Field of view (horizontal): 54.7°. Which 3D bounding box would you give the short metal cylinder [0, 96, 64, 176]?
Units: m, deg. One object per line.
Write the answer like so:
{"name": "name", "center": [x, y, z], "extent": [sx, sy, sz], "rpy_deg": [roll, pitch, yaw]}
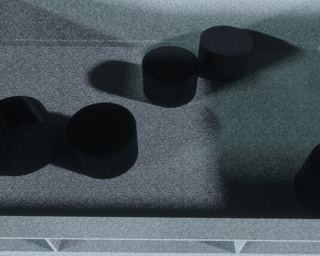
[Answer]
{"name": "short metal cylinder", "center": [-0.161, 0.010, 0.359], "extent": [0.081, 0.080, 0.050], "rpy_deg": [-30, 57, -23]}

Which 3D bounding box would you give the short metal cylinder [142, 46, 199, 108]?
{"name": "short metal cylinder", "center": [0.015, -0.075, 0.452], "extent": [0.081, 0.050, 0.080], "rpy_deg": [0, 50, 0]}

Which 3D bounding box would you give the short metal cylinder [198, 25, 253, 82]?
{"name": "short metal cylinder", "center": [0.101, -0.118, 0.489], "extent": [0.081, 0.050, 0.080], "rpy_deg": [0, 50, 0]}

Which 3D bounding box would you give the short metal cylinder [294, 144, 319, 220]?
{"name": "short metal cylinder", "center": [0.197, 0.060, 0.341], "extent": [0.081, 0.050, 0.080], "rpy_deg": [0, 50, 0]}

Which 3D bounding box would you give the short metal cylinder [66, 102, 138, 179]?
{"name": "short metal cylinder", "center": [-0.068, 0.015, 0.376], "extent": [0.081, 0.050, 0.080], "rpy_deg": [0, 50, 0]}
